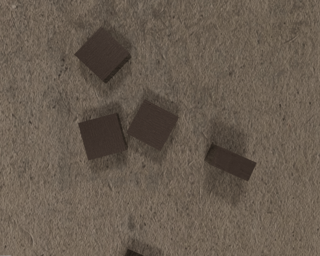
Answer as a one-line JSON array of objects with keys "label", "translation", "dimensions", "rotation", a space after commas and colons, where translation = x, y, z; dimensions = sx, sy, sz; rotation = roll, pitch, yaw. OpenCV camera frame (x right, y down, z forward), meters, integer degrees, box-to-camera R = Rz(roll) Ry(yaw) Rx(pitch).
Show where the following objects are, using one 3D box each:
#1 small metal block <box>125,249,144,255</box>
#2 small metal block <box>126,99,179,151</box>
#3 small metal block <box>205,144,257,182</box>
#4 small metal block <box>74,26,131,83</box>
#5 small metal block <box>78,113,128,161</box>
[{"label": "small metal block", "translation": [-0.031, 0.198, 0.410], "dimensions": [0.050, 0.025, 0.050], "rotation": [24, 90, -1]}, {"label": "small metal block", "translation": [-0.010, -0.004, 0.410], "dimensions": [0.050, 0.025, 0.050], "rotation": [28, 90, -1]}, {"label": "small metal block", "translation": [0.089, 0.043, 0.399], "dimensions": [0.050, 0.050, 0.025], "rotation": [24, 90, -1]}, {"label": "small metal block", "translation": [-0.074, -0.095, 0.409], "dimensions": [0.050, 0.025, 0.050], "rotation": [43, 90, -1]}, {"label": "small metal block", "translation": [-0.074, 0.011, 0.409], "dimensions": [0.050, 0.025, 0.050], "rotation": [-15, 90, -1]}]
